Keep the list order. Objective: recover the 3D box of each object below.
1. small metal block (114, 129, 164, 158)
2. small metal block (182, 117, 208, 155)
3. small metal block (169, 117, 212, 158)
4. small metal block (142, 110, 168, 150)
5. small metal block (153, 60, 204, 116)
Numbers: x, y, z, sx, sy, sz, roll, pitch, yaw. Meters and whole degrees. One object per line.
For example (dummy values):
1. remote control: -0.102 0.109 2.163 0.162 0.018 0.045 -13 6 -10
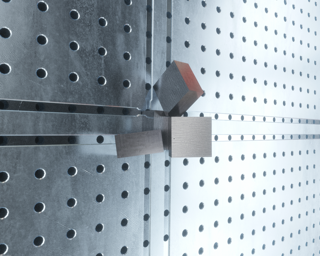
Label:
1. small metal block: -0.024 0.017 0.358 0.050 0.050 0.025 -7 89 -5
2. small metal block: 0.050 0.012 0.436 0.050 0.025 0.050 7 85 -71
3. small metal block: 0.038 0.011 0.392 0.050 0.025 0.050 0 90 -7
4. small metal block: 0.004 0.003 0.411 0.050 0.025 0.050 3 88 -40
5. small metal block: 0.022 -0.049 0.397 0.025 0.050 0.050 4 52 -39
